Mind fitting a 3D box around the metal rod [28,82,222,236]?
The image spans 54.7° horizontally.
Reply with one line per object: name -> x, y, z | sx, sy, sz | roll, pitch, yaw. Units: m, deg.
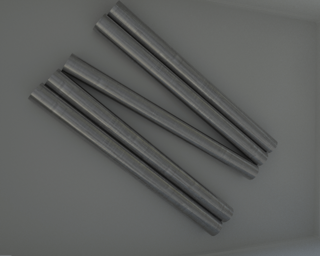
metal rod -> -0.032, 0.049, 0.397 | 0.301, 0.025, 0.025 | 40, 78, -16

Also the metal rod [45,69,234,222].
metal rod -> -0.015, 0.032, 0.404 | 0.301, 0.025, 0.025 | 40, 78, -16

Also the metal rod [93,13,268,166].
metal rod -> 0.039, -0.042, 0.423 | 0.301, 0.025, 0.025 | 38, 78, -16

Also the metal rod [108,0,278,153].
metal rod -> 0.055, -0.061, 0.429 | 0.301, 0.025, 0.025 | 38, 78, -16

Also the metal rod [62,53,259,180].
metal rod -> 0.013, -0.006, 0.414 | 0.301, 0.025, 0.025 | 30, 80, -18
